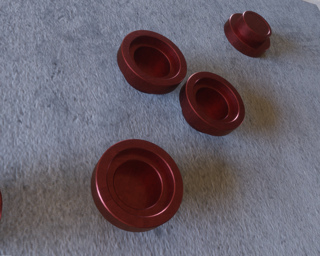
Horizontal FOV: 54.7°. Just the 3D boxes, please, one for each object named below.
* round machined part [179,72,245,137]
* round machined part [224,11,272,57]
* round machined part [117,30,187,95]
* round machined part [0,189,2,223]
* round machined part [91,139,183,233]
[{"bbox_3d":[0.071,-0.031,0.452,0.099,0.042,0.098,14,56,-21],"label":"round machined part"},{"bbox_3d":[0.179,-0.190,0.608,0.099,0.042,0.098,14,56,-21],"label":"round machined part"},{"bbox_3d":[-0.014,-0.088,0.440,0.099,0.042,0.098,14,56,-21],"label":"round machined part"},{"bbox_3d":[-0.183,0.072,0.250,0.099,0.042,0.098,14,56,-21],"label":"round machined part"},{"bbox_3d":[-0.027,0.065,0.340,0.099,0.042,0.098,14,56,-21],"label":"round machined part"}]
